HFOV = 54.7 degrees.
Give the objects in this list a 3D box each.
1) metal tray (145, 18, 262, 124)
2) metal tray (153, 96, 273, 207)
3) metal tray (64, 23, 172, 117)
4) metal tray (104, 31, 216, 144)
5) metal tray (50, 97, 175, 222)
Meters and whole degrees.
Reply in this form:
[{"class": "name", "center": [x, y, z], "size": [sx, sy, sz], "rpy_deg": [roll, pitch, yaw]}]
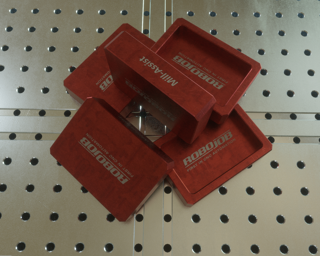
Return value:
[{"class": "metal tray", "center": [0.052, -0.077, 0.405], "size": [0.130, 0.030, 0.090], "rpy_deg": [34, 73, 11]}, {"class": "metal tray", "center": [0.064, 0.028, 0.398], "size": [0.131, 0.030, 0.090], "rpy_deg": [-32, 73, -11]}, {"class": "metal tray", "center": [-0.056, -0.076, 0.435], "size": [0.090, 0.030, 0.130], "rpy_deg": [37, 74, 12]}, {"class": "metal tray", "center": [-0.002, -0.043, 0.360], "size": [0.130, 0.090, 0.030], "rpy_deg": [39, 75, 12]}, {"class": "metal tray", "center": [-0.060, 0.036, 0.375], "size": [0.130, 0.030, 0.090], "rpy_deg": [41, 100, 13]}]
